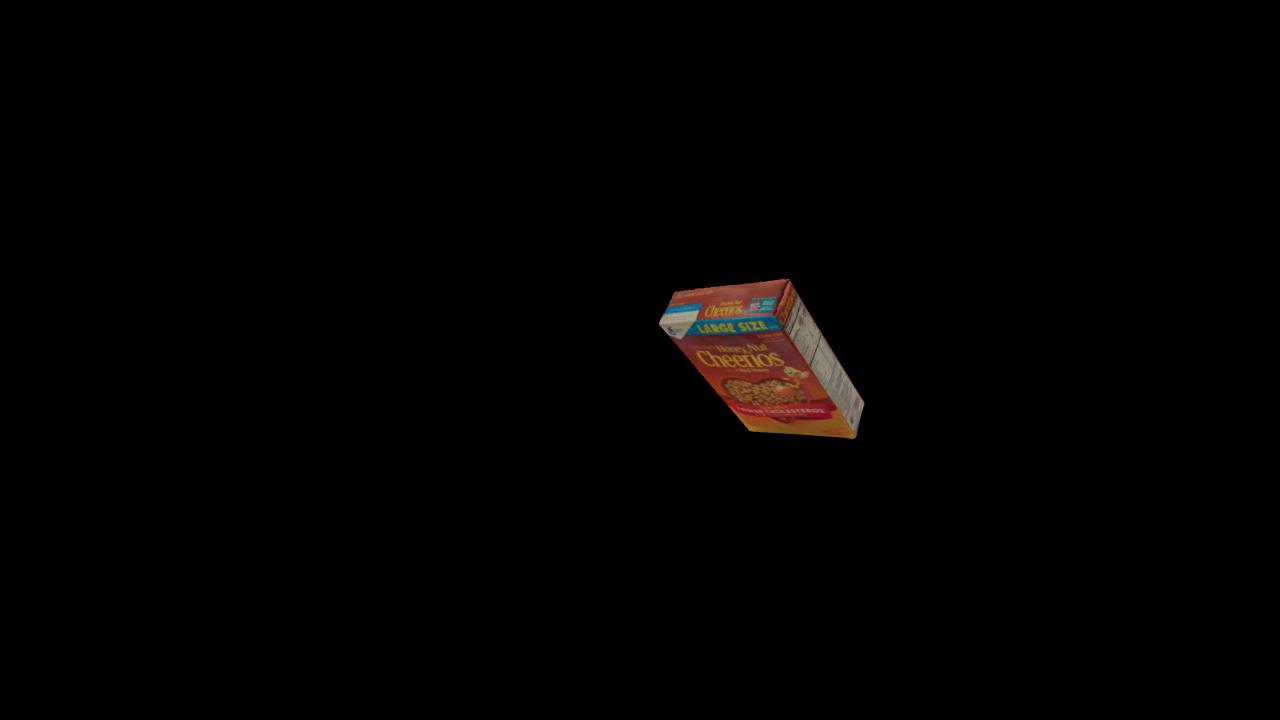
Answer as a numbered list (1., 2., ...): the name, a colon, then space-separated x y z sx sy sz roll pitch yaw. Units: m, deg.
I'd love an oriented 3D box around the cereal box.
1. cereal box: 0.193 0.008 0.953 0.203 0.081 0.306 -1 -37 43
